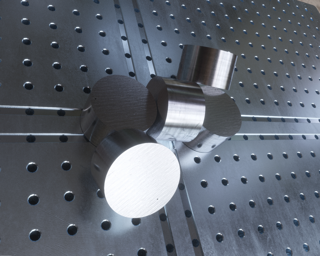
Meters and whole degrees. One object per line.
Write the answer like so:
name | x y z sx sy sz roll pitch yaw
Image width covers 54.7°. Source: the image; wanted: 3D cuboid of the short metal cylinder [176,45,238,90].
short metal cylinder | 0.068 -0.089 0.457 0.081 0.080 0.050 8 100 -24

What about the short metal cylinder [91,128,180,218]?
short metal cylinder | -0.026 0.046 0.325 0.081 0.050 0.079 -9 110 -25

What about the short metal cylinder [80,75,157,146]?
short metal cylinder | -0.051 -0.017 0.376 0.081 0.050 0.080 14 56 -21

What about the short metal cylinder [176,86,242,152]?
short metal cylinder | 0.067 -0.012 0.436 0.081 0.050 0.080 14 56 -21

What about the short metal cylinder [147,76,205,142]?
short metal cylinder | 0.014 -0.023 0.396 0.050 0.080 0.080 5 60 -26
